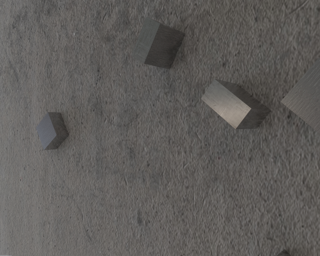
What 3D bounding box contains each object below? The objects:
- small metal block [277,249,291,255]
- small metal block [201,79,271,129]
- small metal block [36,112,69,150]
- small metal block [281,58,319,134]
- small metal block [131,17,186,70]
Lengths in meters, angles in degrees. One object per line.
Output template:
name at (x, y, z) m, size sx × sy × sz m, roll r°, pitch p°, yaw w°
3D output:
small metal block at (0.106, 0.150, 0.302) m, size 0.025 × 0.050 × 0.050 m, roll 49°, pitch 119°, yaw 28°
small metal block at (0.080, -0.024, 0.323) m, size 0.050 × 0.050 × 0.025 m, roll 47°, pitch 118°, yaw 30°
small metal block at (-0.198, 0.006, 0.569) m, size 0.050 × 0.025 × 0.050 m, roll -42°, pitch 65°, yaw 32°
small metal block at (0.150, -0.027, 0.281) m, size 0.050 × 0.025 × 0.050 m, roll 49°, pitch 119°, yaw 28°
small metal block at (-0.002, -0.105, 0.390) m, size 0.025 × 0.050 × 0.050 m, roll 38°, pitch 113°, yaw 33°
